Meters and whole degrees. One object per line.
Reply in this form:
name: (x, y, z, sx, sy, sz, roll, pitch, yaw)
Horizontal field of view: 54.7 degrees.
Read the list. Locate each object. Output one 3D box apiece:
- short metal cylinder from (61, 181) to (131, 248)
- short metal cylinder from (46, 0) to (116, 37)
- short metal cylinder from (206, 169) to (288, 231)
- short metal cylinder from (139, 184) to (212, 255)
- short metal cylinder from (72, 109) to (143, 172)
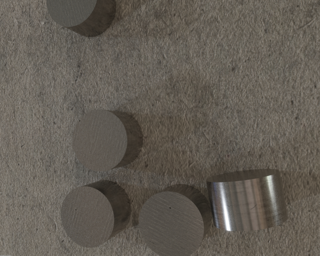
short metal cylinder: (-0.087, 0.116, 0.426, 0.080, 0.050, 0.080, 0, 90, 20)
short metal cylinder: (-0.109, -0.174, 0.434, 0.080, 0.050, 0.080, 0, 90, 20)
short metal cylinder: (0.096, 0.077, 0.346, 0.080, 0.080, 0.050, -10, 87, 20)
short metal cylinder: (0.021, 0.114, 0.388, 0.080, 0.050, 0.080, 0, 90, 20)
short metal cylinder: (-0.070, 0.016, 0.420, 0.080, 0.050, 0.080, 0, 90, 20)
